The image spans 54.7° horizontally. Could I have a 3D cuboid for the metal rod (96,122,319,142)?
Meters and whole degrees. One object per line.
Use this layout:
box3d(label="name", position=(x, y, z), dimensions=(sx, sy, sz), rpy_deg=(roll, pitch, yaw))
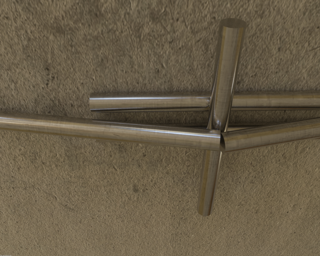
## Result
box3d(label="metal rod", position=(0.067, 0.005, 0.413), dimensions=(0.302, 0.025, 0.025), rpy_deg=(-1, 130, 0))

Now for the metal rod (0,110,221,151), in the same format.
box3d(label="metal rod", position=(-0.080, 0.001, 0.375), dimensions=(0.302, 0.025, 0.025), rpy_deg=(5, 131, 7))

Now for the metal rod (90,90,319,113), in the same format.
box3d(label="metal rod", position=(0.067, -0.033, 0.381), dimensions=(0.302, 0.025, 0.025), rpy_deg=(-1, 130, 0))

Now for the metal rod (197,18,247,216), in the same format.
box3d(label="metal rod", position=(0.070, 0.014, 0.389), dimensions=(0.025, 0.025, 0.298), rpy_deg=(0, 130, 0))

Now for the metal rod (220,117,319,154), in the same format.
box3d(label="metal rod", position=(0.220, -0.005, 0.375), dimensions=(0.302, 0.025, 0.025), rpy_deg=(-9, 131, -6))
